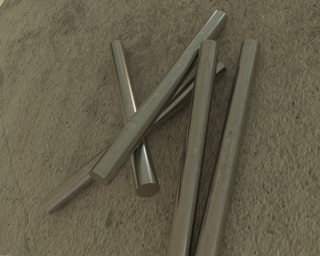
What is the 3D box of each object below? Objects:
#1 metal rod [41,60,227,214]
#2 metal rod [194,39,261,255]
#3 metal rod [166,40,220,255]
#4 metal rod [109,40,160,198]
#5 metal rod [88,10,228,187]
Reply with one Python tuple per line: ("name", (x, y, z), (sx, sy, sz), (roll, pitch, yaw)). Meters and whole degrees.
("metal rod", (-0.035, 0.011, 0.415), (0.300, 0.025, 0.025), (-39, 51, 1))
("metal rod", (0.078, 0.023, 0.348), (0.025, 0.025, 0.300), (4, 63, 30))
("metal rod", (0.037, 0.032, 0.347), (0.025, 0.025, 0.299), (0, 67, 28))
("metal rod", (-0.043, -0.037, 0.423), (0.025, 0.025, 0.300), (-28, 44, 11))
("metal rod", (0.014, -0.056, 0.384), (0.025, 0.025, 0.301), (13, 53, 33))
